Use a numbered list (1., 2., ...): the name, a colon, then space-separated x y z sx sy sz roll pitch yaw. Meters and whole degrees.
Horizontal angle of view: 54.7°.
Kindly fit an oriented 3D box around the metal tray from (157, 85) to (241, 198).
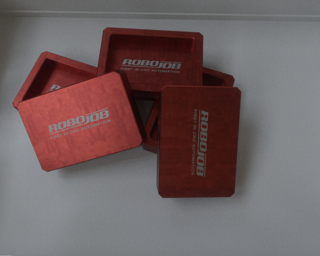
1. metal tray: 0.044 0.015 0.366 0.091 0.030 0.129 1 98 -6

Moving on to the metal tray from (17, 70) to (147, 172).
1. metal tray: -0.092 -0.008 0.371 0.130 0.030 0.089 -16 100 10

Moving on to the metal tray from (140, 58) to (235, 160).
1. metal tray: 0.038 -0.021 0.413 0.090 0.030 0.130 18 71 6

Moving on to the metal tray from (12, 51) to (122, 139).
1. metal tray: -0.115 -0.043 0.418 0.131 0.030 0.090 19 71 6

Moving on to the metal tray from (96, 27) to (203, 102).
1. metal tray: -0.011 -0.082 0.403 0.131 0.030 0.090 3 70 1
